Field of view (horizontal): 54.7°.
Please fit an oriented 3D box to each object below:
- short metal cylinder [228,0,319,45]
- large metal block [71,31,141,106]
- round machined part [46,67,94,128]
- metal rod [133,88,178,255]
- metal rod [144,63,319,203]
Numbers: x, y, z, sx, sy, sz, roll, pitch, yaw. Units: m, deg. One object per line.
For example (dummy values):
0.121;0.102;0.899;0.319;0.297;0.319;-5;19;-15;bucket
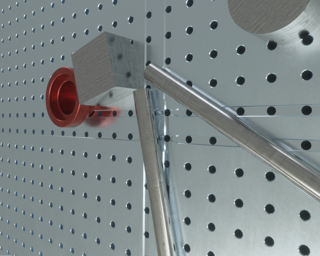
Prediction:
0.114;-0.125;0.298;0.080;0.050;0.079;0;90;39;short metal cylinder
-0.081;-0.083;0.457;0.080;0.050;0.080;-19;78;38;large metal block
-0.145;-0.050;0.515;0.098;0.042;0.097;0;90;39;round machined part
-0.001;0.095;0.408;0.025;0.025;0.298;-15;80;38;metal rod
0.086;0.004;0.337;0.300;0.025;0.025;39;114;32;metal rod
